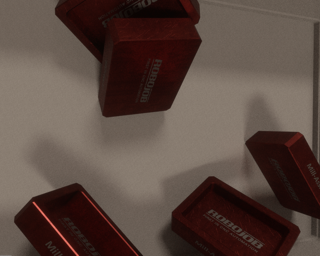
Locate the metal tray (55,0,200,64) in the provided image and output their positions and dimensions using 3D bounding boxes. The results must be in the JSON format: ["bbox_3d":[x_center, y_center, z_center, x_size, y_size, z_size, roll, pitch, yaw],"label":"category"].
[{"bbox_3d":[-0.034,-0.128,0.335,0.090,0.130,0.030,47,33,-39],"label":"metal tray"}]

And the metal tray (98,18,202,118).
[{"bbox_3d":[-0.018,-0.063,0.351,0.091,0.129,0.030,-8,62,-20],"label":"metal tray"}]

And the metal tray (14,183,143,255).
[{"bbox_3d":[-0.075,0.121,0.323,0.130,0.090,0.030,46,100,10],"label":"metal tray"}]

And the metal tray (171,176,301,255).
[{"bbox_3d":[0.090,0.124,0.382,0.091,0.130,0.030,-35,141,-36],"label":"metal tray"}]

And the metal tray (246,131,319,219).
[{"bbox_3d":[0.189,0.066,0.447,0.030,0.090,0.130,-36,102,-16],"label":"metal tray"}]
